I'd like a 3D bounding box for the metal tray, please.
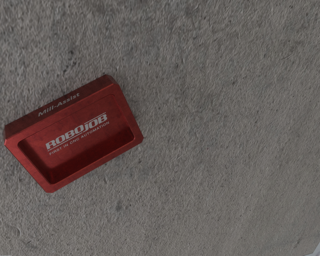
[{"bbox_3d":[-0.094,0.008,0.356,0.131,0.030,0.090,-30,128,-10],"label":"metal tray"}]
